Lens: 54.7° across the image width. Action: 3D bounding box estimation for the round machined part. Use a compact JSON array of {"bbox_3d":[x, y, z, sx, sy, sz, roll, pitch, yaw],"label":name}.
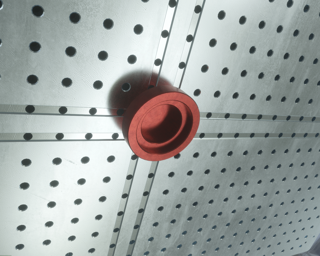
[{"bbox_3d":[-0.002,-0.010,0.395,0.099,0.042,0.097,-14,124,-21],"label":"round machined part"}]
